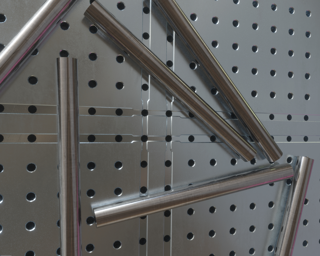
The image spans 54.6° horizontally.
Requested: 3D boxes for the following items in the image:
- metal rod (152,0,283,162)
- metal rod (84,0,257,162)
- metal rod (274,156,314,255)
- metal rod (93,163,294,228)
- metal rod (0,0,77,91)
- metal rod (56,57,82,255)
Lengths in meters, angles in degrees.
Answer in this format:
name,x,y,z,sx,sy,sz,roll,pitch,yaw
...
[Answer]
name,x,y,z,sx,sy,sz,roll,pitch,yaw
metal rod,0.086,-0.070,0.443,0.025,0.025,0.300,-42,104,-15
metal rod,0.024,-0.054,0.421,0.300,0.025,0.025,41,77,-16
metal rod,0.193,0.191,0.483,0.025,0.025,0.299,18,84,-19
metal rod,0.060,0.089,0.434,0.302,0.025,0.025,-9,93,-20
metal rod,-0.151,-0.103,0.356,0.025,0.025,0.300,38,78,-16
metal rod,-0.108,0.067,0.372,0.025,0.025,0.298,-1,91,-20
